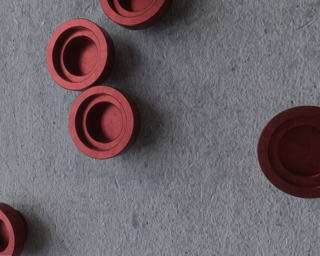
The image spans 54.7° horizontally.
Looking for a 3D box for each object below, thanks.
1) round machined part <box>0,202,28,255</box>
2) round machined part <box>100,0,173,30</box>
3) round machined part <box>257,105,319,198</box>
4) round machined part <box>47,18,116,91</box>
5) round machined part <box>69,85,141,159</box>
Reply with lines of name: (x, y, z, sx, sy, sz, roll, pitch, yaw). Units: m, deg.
round machined part: (-0.251, 0.166, 0.488, 0.098, 0.042, 0.097, 0, 90, 20)
round machined part: (-0.027, -0.178, 0.409, 0.098, 0.042, 0.097, 0, 90, 20)
round machined part: (0.160, 0.025, 0.343, 0.098, 0.042, 0.097, 0, 90, 20)
round machined part: (-0.106, -0.099, 0.437, 0.098, 0.042, 0.097, 0, 90, 20)
round machined part: (-0.071, -0.008, 0.425, 0.098, 0.042, 0.097, 0, 90, 20)
